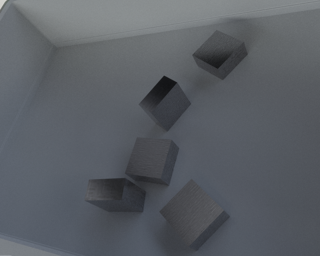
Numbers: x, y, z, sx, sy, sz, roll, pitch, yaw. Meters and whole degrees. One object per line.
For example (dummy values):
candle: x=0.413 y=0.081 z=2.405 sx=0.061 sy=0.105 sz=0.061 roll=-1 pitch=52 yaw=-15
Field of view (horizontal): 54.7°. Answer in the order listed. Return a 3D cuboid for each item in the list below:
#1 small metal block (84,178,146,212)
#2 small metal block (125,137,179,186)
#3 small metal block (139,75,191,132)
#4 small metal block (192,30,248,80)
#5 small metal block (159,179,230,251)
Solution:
small metal block: x=-0.052 y=0.081 z=0.368 sx=0.050 sy=0.050 sz=0.025 roll=-7 pitch=59 yaw=25
small metal block: x=-0.009 y=0.041 z=0.386 sx=0.050 sy=0.025 sz=0.050 roll=3 pitch=63 yaw=29
small metal block: x=0.008 y=-0.031 z=0.405 sx=0.025 sy=0.050 sz=0.050 roll=35 pitch=81 yaw=38
small metal block: x=0.082 y=-0.101 z=0.425 sx=0.050 sy=0.025 sz=0.050 roll=-46 pitch=51 yaw=-4
small metal block: x=0.037 y=0.092 z=0.330 sx=0.050 sy=0.025 sz=0.050 roll=-45 pitch=51 yaw=-3
